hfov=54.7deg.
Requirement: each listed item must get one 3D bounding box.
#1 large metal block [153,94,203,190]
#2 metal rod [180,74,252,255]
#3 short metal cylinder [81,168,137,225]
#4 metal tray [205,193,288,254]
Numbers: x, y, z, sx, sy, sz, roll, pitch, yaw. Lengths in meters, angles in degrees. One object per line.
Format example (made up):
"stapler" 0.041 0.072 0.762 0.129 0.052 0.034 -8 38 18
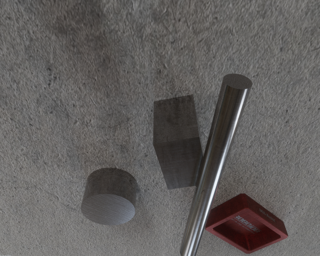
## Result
"large metal block" 0.026 0.017 0.386 0.050 0.080 0.080 -10 130 8
"metal rod" 0.054 0.072 0.363 0.025 0.025 0.298 4 131 -3
"short metal cylinder" -0.077 0.107 0.481 0.081 0.050 0.079 0 130 0
"metal tray" 0.153 0.175 0.554 0.130 0.030 0.090 37 121 -27
